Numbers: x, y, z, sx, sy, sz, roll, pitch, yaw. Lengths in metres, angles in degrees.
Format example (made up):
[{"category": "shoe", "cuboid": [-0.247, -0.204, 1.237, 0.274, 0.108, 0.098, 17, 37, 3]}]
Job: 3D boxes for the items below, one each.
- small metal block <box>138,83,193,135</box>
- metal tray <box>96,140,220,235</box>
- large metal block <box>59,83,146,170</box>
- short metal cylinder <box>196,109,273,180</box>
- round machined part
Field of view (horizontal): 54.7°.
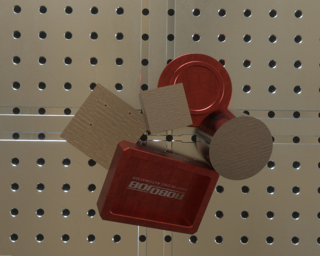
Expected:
[{"category": "small metal block", "cuboid": [0.006, -0.022, 0.367, 0.050, 0.025, 0.050, -13, 87, -11]}, {"category": "metal tray", "cuboid": [-0.001, 0.076, 0.382, 0.131, 0.030, 0.089, 17, 97, -22]}, {"category": "large metal block", "cuboid": [-0.066, 0.001, 0.400, 0.080, 0.050, 0.080, 36, 90, 0]}, {"category": "short metal cylinder", "cuboid": [0.092, 0.019, 0.390, 0.081, 0.050, 0.079, -3, 104, -11]}, {"category": "round machined part", "cuboid": [0.046, -0.050, 0.405, 0.099, 0.042, 0.097, 0, 90, 0]}]
